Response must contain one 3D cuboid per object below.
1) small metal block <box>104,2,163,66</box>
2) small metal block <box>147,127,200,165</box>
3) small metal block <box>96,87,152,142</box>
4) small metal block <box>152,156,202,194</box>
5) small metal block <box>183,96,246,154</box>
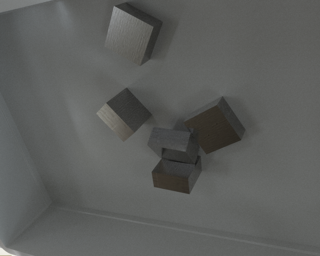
[{"bbox_3d":[-0.031,-0.108,0.357,0.050,0.025,0.050,30,128,8],"label":"small metal block"},{"bbox_3d":[0.019,0.023,0.396,0.050,0.025,0.050,9,159,23],"label":"small metal block"},{"bbox_3d":[-0.045,-0.018,0.404,0.050,0.050,0.025,47,129,-5],"label":"small metal block"},{"bbox_3d":[0.024,0.058,0.415,0.050,0.050,0.025,7,121,24],"label":"small metal block"},{"bbox_3d":[0.065,-0.002,0.372,0.050,0.025,0.050,-29,103,37],"label":"small metal block"}]
